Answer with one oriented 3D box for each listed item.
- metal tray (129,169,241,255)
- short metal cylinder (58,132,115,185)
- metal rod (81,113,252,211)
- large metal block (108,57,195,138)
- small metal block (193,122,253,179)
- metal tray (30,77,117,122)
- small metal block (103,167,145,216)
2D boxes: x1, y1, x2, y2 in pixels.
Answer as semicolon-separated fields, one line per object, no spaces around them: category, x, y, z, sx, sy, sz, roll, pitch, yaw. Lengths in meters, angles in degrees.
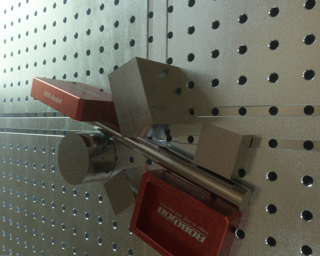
metal tray;0.025;0.117;0.385;0.130;0.030;0.089;23;105;37
short metal cylinder;-0.116;0.046;0.488;0.080;0.050;0.080;0;90;40
metal rod;-0.017;0.027;0.423;0.300;0.025;0.025;25;106;37
large metal block;-0.010;-0.034;0.383;0.050;0.081;0.080;-23;75;38
small metal block;0.070;0.024;0.351;0.050;0.025;0.050;22;104;38
metal tray;-0.120;-0.043;0.465;0.130;0.091;0.030;24;105;37
small metal block;-0.050;0.092;0.452;0.050;0.025;0.050;-39;66;33
